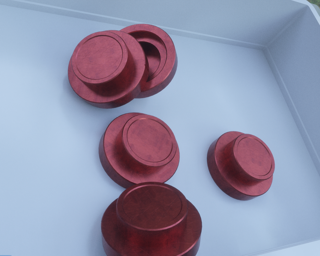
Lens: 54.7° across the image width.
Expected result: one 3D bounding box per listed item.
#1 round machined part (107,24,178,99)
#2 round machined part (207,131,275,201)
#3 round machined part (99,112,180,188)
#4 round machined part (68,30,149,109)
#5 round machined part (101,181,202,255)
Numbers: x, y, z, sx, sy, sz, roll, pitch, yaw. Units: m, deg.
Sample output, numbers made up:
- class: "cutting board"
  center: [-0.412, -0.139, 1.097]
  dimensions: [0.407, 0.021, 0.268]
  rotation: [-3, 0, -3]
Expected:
- class: "round machined part"
  center: [-0.025, -0.085, 0.412]
  dimensions: [0.098, 0.042, 0.098]
  rotation: [-3, 74, 10]
- class: "round machined part"
  center: [0.118, 0.047, 0.430]
  dimensions: [0.099, 0.042, 0.098]
  rotation: [14, 56, -21]
- class: "round machined part"
  center: [-0.020, 0.023, 0.370]
  dimensions: [0.099, 0.042, 0.098]
  rotation: [14, 56, -21]
- class: "round machined part"
  center: [-0.066, -0.076, 0.373]
  dimensions: [0.098, 0.042, 0.098]
  rotation: [-3, 74, 10]
- class: "round machined part"
  center: [-0.008, 0.090, 0.304]
  dimensions: [0.099, 0.042, 0.098]
  rotation: [2, 27, -1]
